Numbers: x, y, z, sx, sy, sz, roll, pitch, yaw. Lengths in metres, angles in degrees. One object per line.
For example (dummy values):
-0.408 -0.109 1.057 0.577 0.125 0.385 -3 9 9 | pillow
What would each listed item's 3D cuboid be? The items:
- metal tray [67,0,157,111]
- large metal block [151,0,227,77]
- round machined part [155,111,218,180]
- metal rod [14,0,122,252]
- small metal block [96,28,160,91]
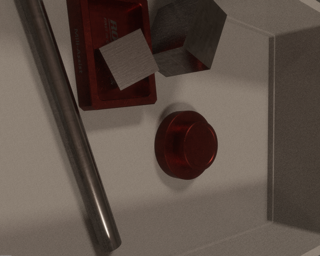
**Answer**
-0.053 -0.088 0.360 0.091 0.030 0.129 -10 96 -40 | metal tray
0.029 -0.117 0.397 0.050 0.080 0.080 30 71 -37 | large metal block
0.044 0.024 0.434 0.099 0.042 0.097 0 90 -40 | round machined part
-0.095 -0.004 0.328 0.025 0.025 0.298 -25 106 -38 | metal rod
-0.036 -0.077 0.349 0.050 0.025 0.050 -30 111 -11 | small metal block
